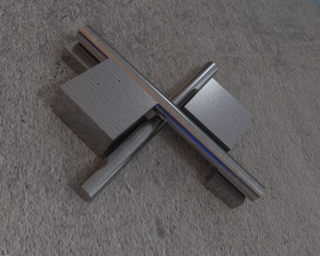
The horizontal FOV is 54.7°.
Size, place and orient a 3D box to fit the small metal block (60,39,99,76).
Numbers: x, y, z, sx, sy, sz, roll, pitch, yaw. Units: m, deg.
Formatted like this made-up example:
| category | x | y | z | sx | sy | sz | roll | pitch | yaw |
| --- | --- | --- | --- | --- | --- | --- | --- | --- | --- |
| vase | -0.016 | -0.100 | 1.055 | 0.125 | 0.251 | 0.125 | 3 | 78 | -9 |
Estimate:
| category | x | y | z | sx | sy | sz | roll | pitch | yaw |
| --- | --- | --- | --- | --- | --- | --- | --- | --- | --- |
| small metal block | -0.094 | -0.092 | 0.412 | 0.050 | 0.025 | 0.050 | 45 | 51 | 2 |

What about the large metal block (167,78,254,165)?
| category | x | y | z | sx | sy | sz | roll | pitch | yaw |
| --- | --- | --- | --- | --- | --- | --- | --- | --- | --- |
| large metal block | 0.071 | -0.010 | 0.434 | 0.080 | 0.050 | 0.080 | 43 | 51 | 1 |

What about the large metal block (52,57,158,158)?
| category | x | y | z | sx | sy | sz | roll | pitch | yaw |
| --- | --- | --- | --- | --- | --- | --- | --- | --- | --- |
| large metal block | -0.065 | -0.025 | 0.367 | 0.080 | 0.050 | 0.080 | 45 | 51 | 3 |

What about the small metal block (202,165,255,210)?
| category | x | y | z | sx | sy | sz | roll | pitch | yaw |
| --- | --- | --- | --- | --- | --- | --- | --- | --- | --- |
| small metal block | 0.092 | 0.070 | 0.412 | 0.050 | 0.025 | 0.050 | 40 | 51 | -1 |

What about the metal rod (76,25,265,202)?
| category | x | y | z | sx | sy | sz | roll | pitch | yaw |
| --- | --- | --- | --- | --- | --- | --- | --- | --- | --- |
| metal rod | 0.012 | -0.019 | 0.391 | 0.300 | 0.025 | 0.025 | 43 | 51 | 1 |

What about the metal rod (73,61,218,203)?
| category | x | y | z | sx | sy | sz | roll | pitch | yaw |
| --- | --- | --- | --- | --- | --- | --- | --- | --- | --- |
| metal rod | 0.002 | -0.015 | 0.416 | 0.025 | 0.025 | 0.302 | 43 | 51 | 1 |
